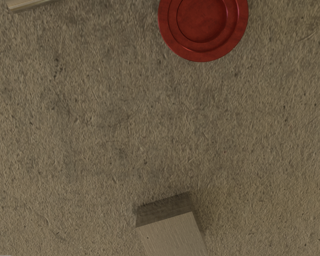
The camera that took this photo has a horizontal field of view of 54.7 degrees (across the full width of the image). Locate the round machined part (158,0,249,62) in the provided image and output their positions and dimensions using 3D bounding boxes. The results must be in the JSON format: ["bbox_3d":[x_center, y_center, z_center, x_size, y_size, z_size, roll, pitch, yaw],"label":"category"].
[{"bbox_3d":[0.047,-0.127,0.354,0.099,0.042,0.097,0,110,0],"label":"round machined part"}]

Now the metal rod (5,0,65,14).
[{"bbox_3d":[-0.025,-0.179,0.343,0.301,0.025,0.025,-14,110,4],"label":"metal rod"}]

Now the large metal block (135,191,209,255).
[{"bbox_3d":[0.018,0.150,0.452,0.080,0.050,0.080,-18,109,6],"label":"large metal block"}]
